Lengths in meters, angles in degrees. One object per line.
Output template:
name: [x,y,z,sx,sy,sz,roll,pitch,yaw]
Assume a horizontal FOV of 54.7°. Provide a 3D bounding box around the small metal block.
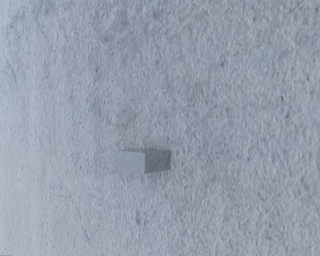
small metal block: [-0.021,0.042,0.404,0.050,0.050,0.025,2,92,39]
